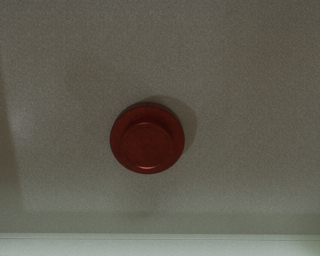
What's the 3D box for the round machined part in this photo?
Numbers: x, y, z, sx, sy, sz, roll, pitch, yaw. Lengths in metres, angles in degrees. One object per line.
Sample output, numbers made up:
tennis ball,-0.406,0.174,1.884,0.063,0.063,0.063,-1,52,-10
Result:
round machined part,-0.017,0.018,0.405,0.099,0.042,0.097,0,110,-1
